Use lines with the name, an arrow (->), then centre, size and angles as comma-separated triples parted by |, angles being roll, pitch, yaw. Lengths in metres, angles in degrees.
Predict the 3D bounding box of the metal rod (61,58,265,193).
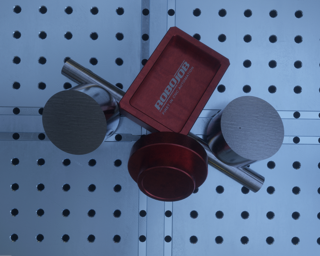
metal rod -> 0.004, -0.003, 0.413 | 0.301, 0.025, 0.025 | 32, 90, 0

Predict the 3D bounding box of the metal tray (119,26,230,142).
metal tray -> 0.019, -0.054, 0.396 | 0.090, 0.030, 0.130 | 32, 77, 0

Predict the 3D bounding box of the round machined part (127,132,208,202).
round machined part -> 0.009, 0.054, 0.378 | 0.099, 0.042, 0.097 | 4, 133, 4

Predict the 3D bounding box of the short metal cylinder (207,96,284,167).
short metal cylinder -> 0.105, 0.006, 0.390 | 0.081, 0.050, 0.080 | 3, 73, -10

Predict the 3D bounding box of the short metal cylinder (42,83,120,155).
short metal cylinder -> -0.097, -0.013, 0.388 | 0.080, 0.050, 0.079 | 3, 107, 9
